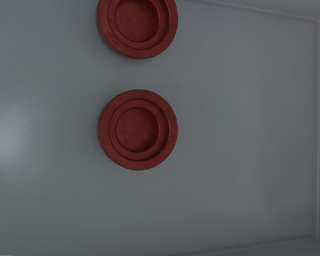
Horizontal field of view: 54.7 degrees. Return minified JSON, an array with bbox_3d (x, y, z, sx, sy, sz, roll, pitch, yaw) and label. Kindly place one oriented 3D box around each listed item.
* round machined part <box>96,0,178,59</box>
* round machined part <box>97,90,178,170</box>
[{"bbox_3d":[-0.031,-0.135,0.386,0.099,0.042,0.097,-3,99,-20],"label":"round machined part"},{"bbox_3d":[-0.031,0.002,0.391,0.099,0.042,0.097,0,90,-21],"label":"round machined part"}]
